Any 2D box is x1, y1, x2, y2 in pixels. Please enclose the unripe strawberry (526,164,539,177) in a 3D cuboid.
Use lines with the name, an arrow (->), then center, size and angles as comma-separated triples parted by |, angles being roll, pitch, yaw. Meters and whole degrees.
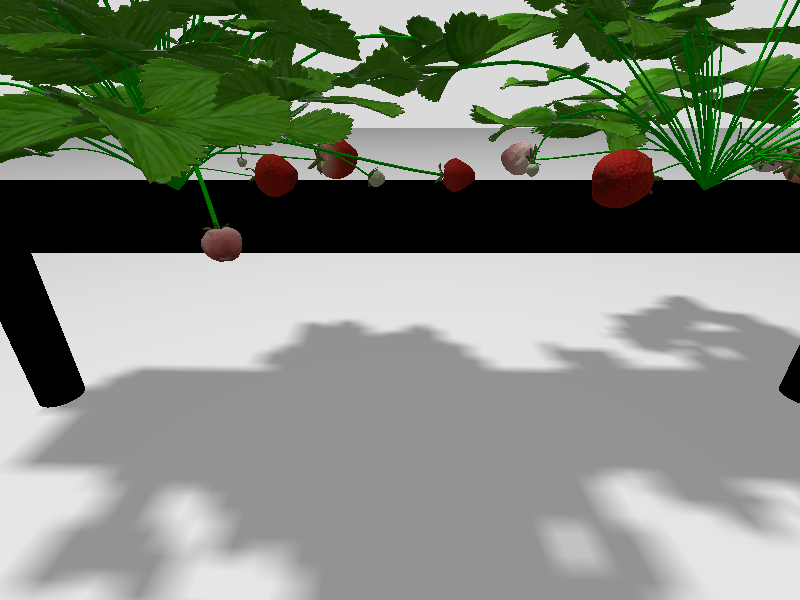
unripe strawberry -> 0.117, -0.115, 0.354 | 0.011, 0.011, 0.011 | 3, 25, 7

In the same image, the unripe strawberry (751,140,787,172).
unripe strawberry -> 0.419, -0.164, 0.455 | 0.036, 0.035, 0.033 | -18, 30, -36

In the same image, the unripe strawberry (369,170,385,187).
unripe strawberry -> -0.020, -0.106, 0.349 | 0.014, 0.015, 0.013 | 11, 23, -9

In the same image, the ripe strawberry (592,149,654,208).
ripe strawberry -> 0.148, -0.081, 0.272 | 0.040, 0.040, 0.037 | -15, 29, -28

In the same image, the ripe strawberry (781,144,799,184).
ripe strawberry -> 0.385, -0.129, 0.374 | 0.041, 0.040, 0.038 | -8, 26, -18

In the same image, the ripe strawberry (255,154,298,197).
ripe strawberry -> -0.095, -0.097, 0.313 | 0.033, 0.032, 0.031 | 7, 26, 13

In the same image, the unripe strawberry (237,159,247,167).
unripe strawberry -> -0.186, -0.162, 0.473 | 0.011, 0.010, 0.010 | 1, 25, 1

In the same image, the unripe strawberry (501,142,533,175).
unripe strawberry -> 0.123, -0.149, 0.422 | 0.032, 0.033, 0.029 | 16, 29, 32

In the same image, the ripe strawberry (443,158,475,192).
ripe strawberry -> 0.049, -0.104, 0.333 | 0.027, 0.026, 0.025 | 1, 25, 1

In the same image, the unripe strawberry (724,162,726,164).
unripe strawberry -> 0.357, -0.144, 0.434 | 0.013, 0.011, 0.011 | 21, 32, 38

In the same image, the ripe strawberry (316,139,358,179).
ripe strawberry -> -0.063, -0.146, 0.411 | 0.042, 0.041, 0.039 | -15, 29, -30
